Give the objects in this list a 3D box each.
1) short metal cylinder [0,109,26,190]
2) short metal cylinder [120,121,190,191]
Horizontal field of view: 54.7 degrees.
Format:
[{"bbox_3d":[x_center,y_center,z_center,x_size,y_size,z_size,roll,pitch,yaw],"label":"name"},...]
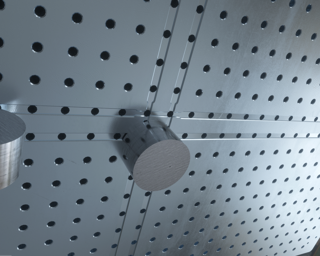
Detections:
[{"bbox_3d":[-0.173,0.018,0.292,0.081,0.080,0.050,3,117,-30],"label":"short metal cylinder"},{"bbox_3d":[-0.007,0.037,0.414,0.081,0.050,0.079,-14,124,-21],"label":"short metal cylinder"}]
